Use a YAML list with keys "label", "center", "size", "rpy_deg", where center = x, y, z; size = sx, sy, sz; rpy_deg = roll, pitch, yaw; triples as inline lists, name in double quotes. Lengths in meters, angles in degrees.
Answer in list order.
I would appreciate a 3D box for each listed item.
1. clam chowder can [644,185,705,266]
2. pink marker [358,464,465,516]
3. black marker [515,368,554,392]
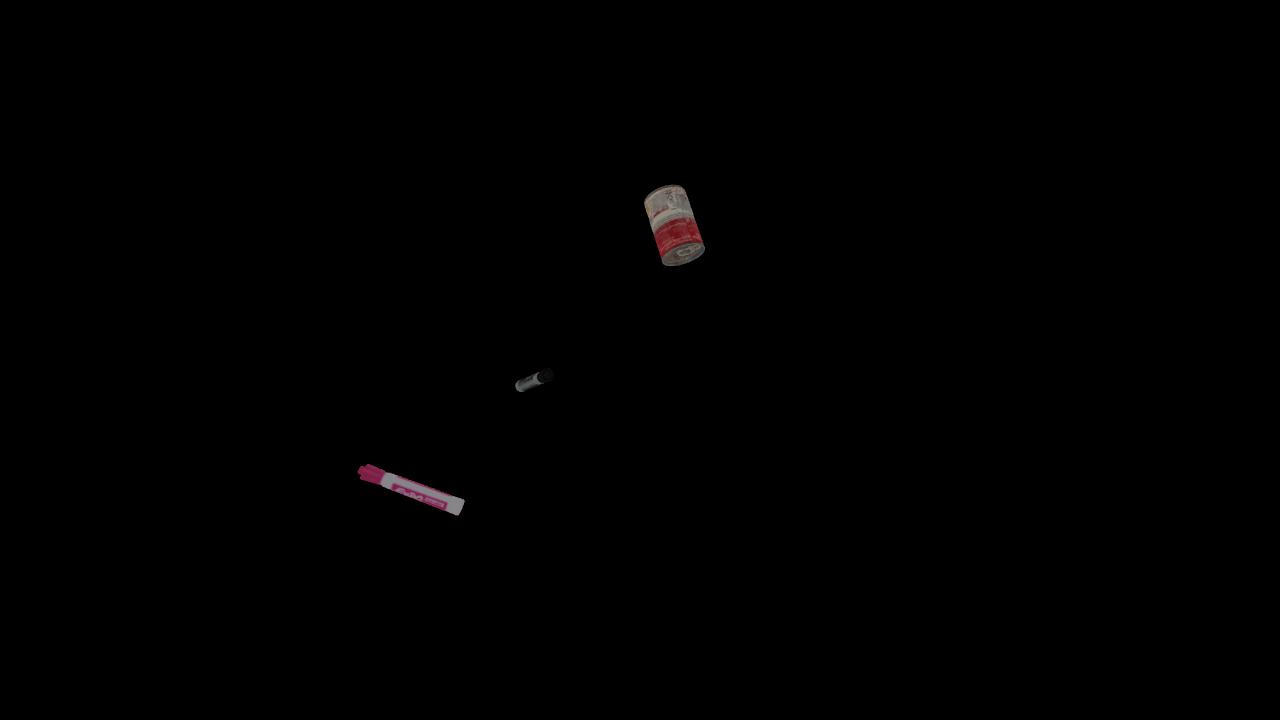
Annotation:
- label: "clam chowder can"
  center: [0.051, -0.202, 0.924]
  size: [0.068, 0.102, 0.068]
  rpy_deg: [-16, -14, -4]
- label: "pink marker"
  center: [-0.258, 0.145, 0.692]
  size: [0.121, 0.020, 0.020]
  rpy_deg: [22, -1, -4]
- label: "black marker"
  center: [-0.151, 0.029, 0.877]
  size: [0.020, 0.020, 0.121]
  rpy_deg: [0, -9, -29]
